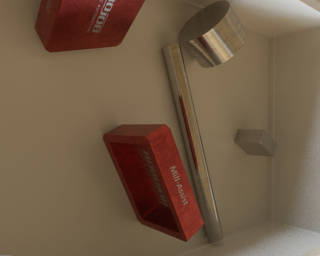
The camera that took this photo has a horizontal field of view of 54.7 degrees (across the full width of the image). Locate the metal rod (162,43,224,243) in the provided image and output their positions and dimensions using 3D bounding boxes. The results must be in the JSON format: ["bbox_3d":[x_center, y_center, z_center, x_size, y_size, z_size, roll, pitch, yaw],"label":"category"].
[{"bbox_3d":[0.051,0.029,0.451,0.025,0.025,0.298,-24,105,-38],"label":"metal rod"}]

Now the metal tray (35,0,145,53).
[{"bbox_3d":[-0.058,-0.128,0.292,0.091,0.129,0.030,-18,72,-39],"label":"metal tray"}]

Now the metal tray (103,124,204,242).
[{"bbox_3d":[-0.009,0.060,0.358,0.030,0.090,0.129,-32,111,-36],"label":"metal tray"}]

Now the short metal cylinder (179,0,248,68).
[{"bbox_3d":[0.074,-0.131,0.435,0.050,0.080,0.080,46,63,-31],"label":"short metal cylinder"}]

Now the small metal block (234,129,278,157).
[{"bbox_3d":[0.164,0.026,0.531,0.050,0.050,0.025,37,67,-34],"label":"small metal block"}]
